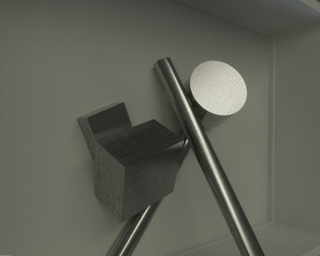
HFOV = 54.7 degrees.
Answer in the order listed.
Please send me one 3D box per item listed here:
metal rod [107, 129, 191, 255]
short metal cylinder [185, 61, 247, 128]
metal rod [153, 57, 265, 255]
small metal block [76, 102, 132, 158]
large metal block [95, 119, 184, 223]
[{"bbox_3d":[0.019,0.046,0.424,0.025,0.025,0.300,48,62,-30],"label":"metal rod"},{"bbox_3d":[0.072,-0.046,0.430,0.081,0.050,0.080,5,69,-13],"label":"short metal cylinder"},{"bbox_3d":[0.063,0.046,0.385,0.025,0.025,0.299,-15,76,-39],"label":"metal rod"},{"bbox_3d":[-0.060,0.002,0.358,0.050,0.025,0.050,-28,108,-37],"label":"small metal block"},{"bbox_3d":[-0.025,0.046,0.350,0.081,0.050,0.079,-22,134,-38],"label":"large metal block"}]
